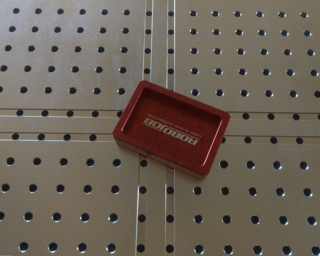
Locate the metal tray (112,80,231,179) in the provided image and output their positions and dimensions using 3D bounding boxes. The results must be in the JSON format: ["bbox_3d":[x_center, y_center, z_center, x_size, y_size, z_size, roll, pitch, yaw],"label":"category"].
[{"bbox_3d":[0.016,0.001,0.408,0.130,0.030,0.090,23,71,8],"label":"metal tray"}]
